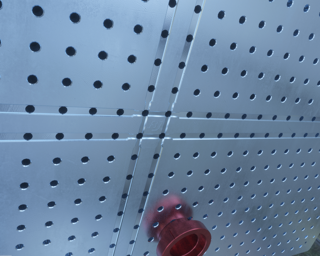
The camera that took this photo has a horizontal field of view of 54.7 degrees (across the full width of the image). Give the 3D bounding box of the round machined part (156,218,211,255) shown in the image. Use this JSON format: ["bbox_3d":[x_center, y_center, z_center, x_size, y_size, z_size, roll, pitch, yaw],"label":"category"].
[{"bbox_3d":[0.038,0.199,0.546,0.099,0.042,0.097,-14,125,-21],"label":"round machined part"}]
